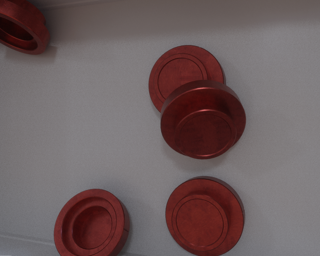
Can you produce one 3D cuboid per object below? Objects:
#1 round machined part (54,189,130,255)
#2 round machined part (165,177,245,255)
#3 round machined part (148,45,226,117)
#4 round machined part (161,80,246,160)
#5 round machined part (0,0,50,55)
[{"bbox_3d":[-0.087,0.135,0.416,0.098,0.042,0.098,-7,58,12],"label":"round machined part"},{"bbox_3d":[0.053,0.111,0.382,0.098,0.042,0.097,0,90,19],"label":"round machined part"},{"bbox_3d":[0.031,-0.056,0.390,0.098,0.042,0.097,0,90,19],"label":"round machined part"},{"bbox_3d":[0.050,-0.002,0.357,0.099,0.042,0.097,0,124,0],"label":"round machined part"},{"bbox_3d":[-0.206,-0.152,0.448,0.098,0.098,0.042,10,70,19],"label":"round machined part"}]
